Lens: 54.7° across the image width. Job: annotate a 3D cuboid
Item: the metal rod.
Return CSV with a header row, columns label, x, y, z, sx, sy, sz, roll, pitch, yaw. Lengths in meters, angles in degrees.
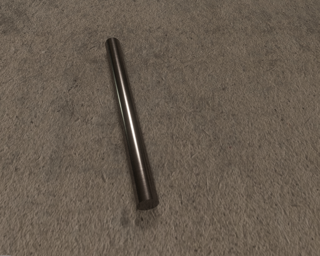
label,x,y,z,sx,sy,sz,roll,pitch,yaw
metal rod,-0.046,-0.029,0.427,0.025,0.025,0.300,-10,51,-9
